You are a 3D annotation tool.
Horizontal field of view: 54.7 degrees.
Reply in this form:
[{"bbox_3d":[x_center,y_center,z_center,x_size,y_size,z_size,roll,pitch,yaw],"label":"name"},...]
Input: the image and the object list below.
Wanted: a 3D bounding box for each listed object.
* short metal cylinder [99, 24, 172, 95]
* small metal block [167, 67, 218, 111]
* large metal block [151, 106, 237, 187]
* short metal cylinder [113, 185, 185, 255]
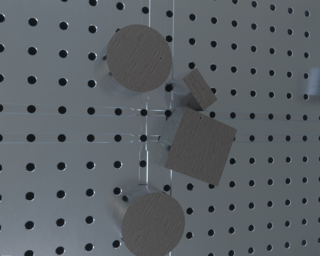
[{"bbox_3d":[-0.031,-0.082,0.388,0.081,0.050,0.079,0,90,-20],"label":"short metal cylinder"},{"bbox_3d":[0.042,-0.049,0.415,0.025,0.050,0.050,-39,103,-16],"label":"small metal block"},{"bbox_3d":[0.045,0.024,0.416,0.080,0.050,0.080,23,83,-19],"label":"large metal block"},{"bbox_3d":[-0.015,0.117,0.394,0.081,0.050,0.079,0,90,-20],"label":"short metal cylinder"}]
